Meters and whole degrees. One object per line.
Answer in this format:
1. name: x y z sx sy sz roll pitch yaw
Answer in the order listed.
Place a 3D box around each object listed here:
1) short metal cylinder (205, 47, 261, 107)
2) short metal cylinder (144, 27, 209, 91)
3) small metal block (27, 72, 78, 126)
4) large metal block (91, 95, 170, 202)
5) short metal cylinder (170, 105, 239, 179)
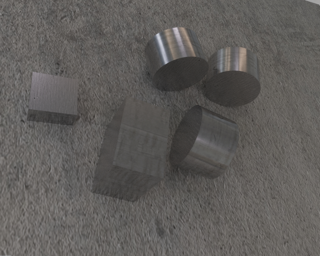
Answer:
1. short metal cylinder: 0.111 -0.077 0.475 0.080 0.080 0.050 21 54 -16
2. short metal cylinder: 0.023 -0.095 0.439 0.081 0.080 0.050 -2 63 -29
3. small metal block: -0.123 -0.033 0.358 0.050 0.025 0.050 7 59 -25
4. large metal block: -0.032 0.026 0.336 0.050 0.080 0.080 19 55 -18
5. short metal cylinder: 0.053 0.018 0.386 0.050 0.080 0.080 23 53 -15
